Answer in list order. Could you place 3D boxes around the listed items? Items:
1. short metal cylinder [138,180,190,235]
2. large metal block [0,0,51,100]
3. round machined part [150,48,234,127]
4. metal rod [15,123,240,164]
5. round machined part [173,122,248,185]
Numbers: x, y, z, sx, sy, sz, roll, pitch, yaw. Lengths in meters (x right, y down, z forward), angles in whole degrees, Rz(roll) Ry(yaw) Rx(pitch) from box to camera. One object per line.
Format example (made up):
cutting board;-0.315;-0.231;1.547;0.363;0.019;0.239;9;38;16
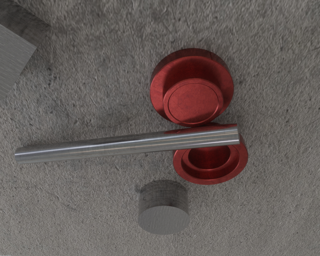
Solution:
short metal cylinder;0.006;0.129;0.500;0.081;0.050;0.079;0;130;0
large metal block;-0.173;-0.088;0.314;0.080;0.050;0.080;32;123;-25
round machined part;0.037;-0.040;0.363;0.099;0.042;0.097;0;130;0
metal rod;-0.054;0.023;0.395;0.301;0.025;0.025;-7;131;17
round machined part;0.066;0.030;0.422;0.099;0.042;0.097;0;130;0
